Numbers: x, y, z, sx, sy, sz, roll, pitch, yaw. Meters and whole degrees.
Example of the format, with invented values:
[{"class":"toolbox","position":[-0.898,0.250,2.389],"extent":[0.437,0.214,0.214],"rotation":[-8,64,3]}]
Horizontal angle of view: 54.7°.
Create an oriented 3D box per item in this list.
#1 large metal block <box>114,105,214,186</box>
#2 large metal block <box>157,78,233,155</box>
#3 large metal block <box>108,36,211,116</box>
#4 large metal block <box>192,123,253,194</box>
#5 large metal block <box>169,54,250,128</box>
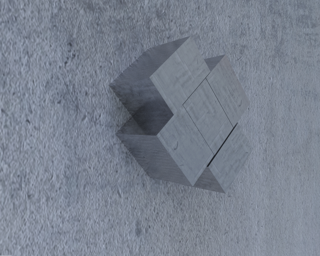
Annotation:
[{"class":"large metal block","position":[0.005,0.020,0.377],"extent":[0.050,0.080,0.080],"rotation":[-50,120,-28]},{"class":"large metal block","position":[0.034,-0.013,0.402],"extent":[0.050,0.080,0.080],"rotation":[-50,120,-28]},{"class":"large metal block","position":[-0.001,-0.060,0.372],"extent":[0.080,0.080,0.050],"rotation":[-50,120,-29]},{"class":"large metal block","position":[0.067,0.038,0.430],"extent":[0.080,0.080,0.050],"rotation":[-50,120,-29]},{"class":"large metal block","position":[0.063,-0.047,0.426],"extent":[0.050,0.080,0.080],"rotation":[-50,120,-28]}]
